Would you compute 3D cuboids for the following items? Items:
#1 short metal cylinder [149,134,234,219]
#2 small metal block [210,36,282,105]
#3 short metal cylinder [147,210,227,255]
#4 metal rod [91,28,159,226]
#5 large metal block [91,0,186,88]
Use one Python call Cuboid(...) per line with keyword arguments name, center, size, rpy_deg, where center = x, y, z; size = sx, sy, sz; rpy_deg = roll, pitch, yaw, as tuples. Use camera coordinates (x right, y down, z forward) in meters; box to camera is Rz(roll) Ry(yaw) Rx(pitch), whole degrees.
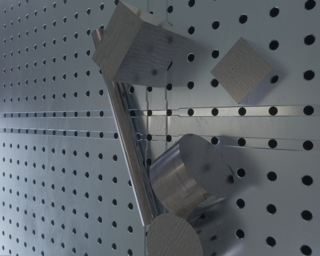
Cuboid(name="short metal cylinder", center=(0.035, 0.053, 0.344), size=(0.050, 0.081, 0.080), rpy_deg=(-43, 64, 31))
Cuboid(name="small metal block", center=(0.091, -0.061, 0.334), size=(0.050, 0.025, 0.050), rpy_deg=(-49, 61, 29))
Cuboid(name="short metal cylinder", center=(0.031, 0.136, 0.368), size=(0.080, 0.050, 0.079), rpy_deg=(0, 90, 40))
Cuboid(name="metal rod", center=(-0.053, -0.010, 0.453), size=(0.025, 0.025, 0.299), rpy_deg=(-27, 73, 37))
Cuboid(name="large metal block", center=(-0.027, -0.102, 0.395), size=(0.050, 0.081, 0.080), rpy_deg=(48, 118, 29))
